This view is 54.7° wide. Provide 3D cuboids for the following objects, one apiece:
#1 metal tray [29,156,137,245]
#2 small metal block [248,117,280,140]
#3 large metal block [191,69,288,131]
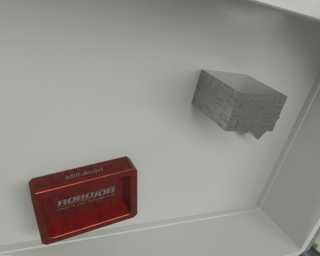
[{"bbox_3d":[-0.096,0.095,0.412,0.131,0.030,0.089,-12,124,-23],"label":"metal tray"},{"bbox_3d":[0.152,-0.017,0.484,0.050,0.025,0.050,-47,130,5],"label":"small metal block"},{"bbox_3d":[0.102,-0.037,0.408,0.081,0.080,0.050,1,118,-29],"label":"large metal block"}]
